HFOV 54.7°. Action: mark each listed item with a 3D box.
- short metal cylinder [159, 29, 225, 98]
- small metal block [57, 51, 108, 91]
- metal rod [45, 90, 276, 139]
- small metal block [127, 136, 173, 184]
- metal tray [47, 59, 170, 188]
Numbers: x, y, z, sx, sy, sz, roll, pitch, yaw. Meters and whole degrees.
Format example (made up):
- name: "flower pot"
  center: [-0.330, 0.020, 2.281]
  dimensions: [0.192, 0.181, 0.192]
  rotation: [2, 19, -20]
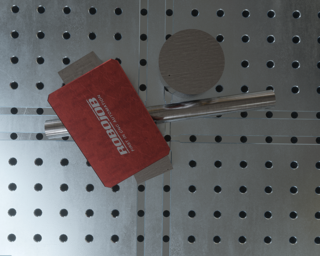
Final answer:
- name: "short metal cylinder"
  center: [0.038, -0.081, 0.401]
  dimensions: [0.081, 0.050, 0.079]
  rotation: [0, 90, -1]
- name: "small metal block"
  center: [-0.096, -0.070, 0.399]
  dimensions: [0.050, 0.050, 0.025]
  rotation: [-32, 90, 0]
- name: "metal rod"
  center: [0.001, -0.019, 0.413]
  dimensions: [0.302, 0.025, 0.025]
  rotation: [-8, 90, -1]
- name: "small metal block"
  center: [-0.016, 0.040, 0.412]
  dimensions: [0.050, 0.025, 0.050]
  rotation: [-23, 90, -1]
- name: "metal tray"
  center: [-0.058, -0.005, 0.371]
  dimensions: [0.090, 0.030, 0.130]
  rotation: [-31, 102, 0]
